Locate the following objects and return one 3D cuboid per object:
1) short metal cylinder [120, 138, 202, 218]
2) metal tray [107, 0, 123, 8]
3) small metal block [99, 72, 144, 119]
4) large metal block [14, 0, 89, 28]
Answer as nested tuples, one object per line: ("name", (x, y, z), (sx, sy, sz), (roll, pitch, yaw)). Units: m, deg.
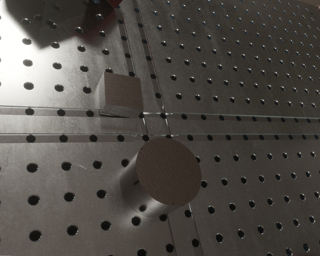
("short metal cylinder", (0.001, 0.058, 0.359), (0.081, 0.050, 0.080), (14, 56, -21))
("metal tray", (-0.112, -0.249, 0.463), (0.130, 0.030, 0.090), (47, 9, 4))
("small metal block", (-0.052, -0.043, 0.408), (0.050, 0.025, 0.050), (6, 59, -25))
("large metal block", (-0.155, -0.196, 0.429), (0.080, 0.050, 0.080), (47, 51, 4))
